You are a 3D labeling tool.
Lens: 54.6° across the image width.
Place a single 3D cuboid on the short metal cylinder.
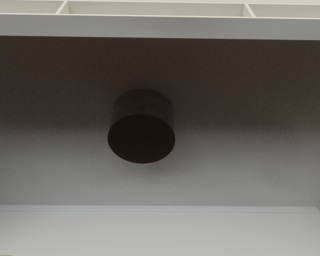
[{"bbox_3d":[-0.022,-0.001,0.389,0.080,0.050,0.080,0,130,0],"label":"short metal cylinder"}]
